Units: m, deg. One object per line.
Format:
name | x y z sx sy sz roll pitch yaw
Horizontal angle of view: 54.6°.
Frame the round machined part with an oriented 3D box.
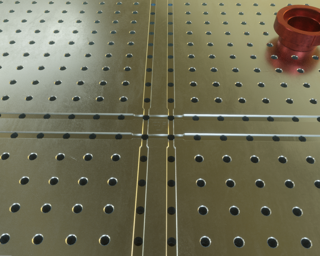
round machined part | 0.249 -0.171 0.542 0.099 0.042 0.098 0 50 0
